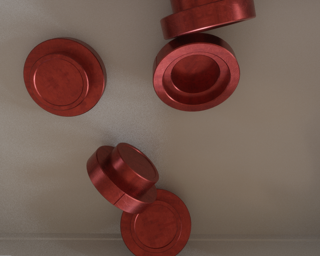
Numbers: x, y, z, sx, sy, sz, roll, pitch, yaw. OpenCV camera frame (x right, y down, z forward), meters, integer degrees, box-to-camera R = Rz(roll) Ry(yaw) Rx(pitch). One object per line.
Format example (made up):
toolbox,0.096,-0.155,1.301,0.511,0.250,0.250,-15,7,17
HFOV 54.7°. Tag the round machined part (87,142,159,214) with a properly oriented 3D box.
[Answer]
round machined part,-0.040,0.056,0.393,0.098,0.098,0.042,39,105,-14

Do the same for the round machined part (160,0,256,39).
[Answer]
round machined part,0.048,-0.126,0.327,0.099,0.098,0.042,-13,104,4

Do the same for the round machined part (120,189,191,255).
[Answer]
round machined part,-0.006,0.134,0.428,0.099,0.042,0.098,0,78,-1

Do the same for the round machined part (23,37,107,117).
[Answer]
round machined part,-0.118,-0.060,0.379,0.099,0.042,0.097,0,110,-1

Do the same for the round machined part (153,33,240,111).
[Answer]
round machined part,0.040,-0.069,0.364,0.099,0.042,0.097,-1,137,-1
